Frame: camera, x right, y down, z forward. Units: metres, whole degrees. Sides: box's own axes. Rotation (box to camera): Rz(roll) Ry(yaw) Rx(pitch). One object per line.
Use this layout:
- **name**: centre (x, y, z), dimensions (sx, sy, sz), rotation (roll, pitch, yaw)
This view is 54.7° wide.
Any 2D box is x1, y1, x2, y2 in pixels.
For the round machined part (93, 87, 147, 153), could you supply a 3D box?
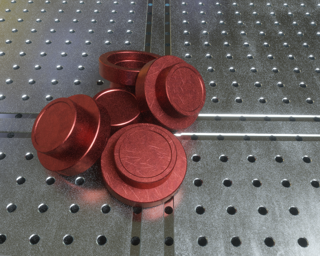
- **round machined part**: centre (-0.056, -0.016, 0.408), dimensions (0.099, 0.042, 0.098), rotation (0, 50, 0)

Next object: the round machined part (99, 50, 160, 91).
- **round machined part**: centre (-0.038, -0.078, 0.447), dimensions (0.099, 0.042, 0.098), rotation (5, 29, -2)

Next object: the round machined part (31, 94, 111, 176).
- **round machined part**: centre (-0.110, 0.003, 0.361), dimensions (0.098, 0.042, 0.098), rotation (-13, 61, 26)

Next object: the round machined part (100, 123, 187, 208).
- **round machined part**: centre (-0.018, 0.036, 0.350), dimensions (0.099, 0.042, 0.098), rotation (3, 61, -6)

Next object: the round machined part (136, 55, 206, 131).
- **round machined part**: centre (0.021, -0.046, 0.397), dimensions (0.042, 0.098, 0.098), rotation (-9, 33, 50)
